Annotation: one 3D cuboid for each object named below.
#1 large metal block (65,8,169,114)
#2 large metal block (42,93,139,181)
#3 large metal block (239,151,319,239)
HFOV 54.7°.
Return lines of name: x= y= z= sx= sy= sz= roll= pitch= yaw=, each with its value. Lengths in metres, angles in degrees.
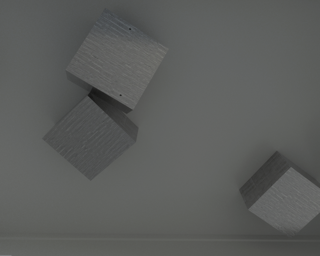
large metal block: x=-0.049 y=-0.073 z=0.354 sx=0.080 sy=0.050 sz=0.080 roll=31 pitch=80 yaw=-11
large metal block: x=-0.086 y=0.006 z=0.399 sx=0.080 sy=0.050 sz=0.080 roll=-41 pitch=105 yaw=13
large metal block: x=0.174 y=0.093 z=0.433 sx=0.080 sy=0.050 sz=0.080 roll=35 pitch=106 yaw=-12
